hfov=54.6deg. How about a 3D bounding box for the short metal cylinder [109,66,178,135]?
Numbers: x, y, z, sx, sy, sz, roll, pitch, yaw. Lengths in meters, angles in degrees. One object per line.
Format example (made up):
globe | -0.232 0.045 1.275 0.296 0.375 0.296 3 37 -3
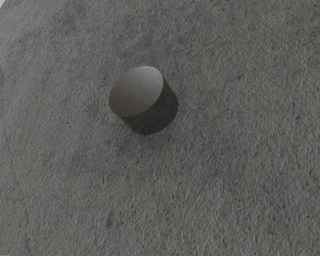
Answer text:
short metal cylinder | -0.022 -0.037 0.423 0.080 0.050 0.080 -13 56 21
